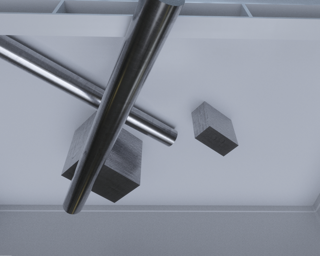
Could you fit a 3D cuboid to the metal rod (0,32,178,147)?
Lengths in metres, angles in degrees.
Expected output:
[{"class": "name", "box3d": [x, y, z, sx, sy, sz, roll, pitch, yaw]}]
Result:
[{"class": "metal rod", "box3d": [-0.105, -0.053, 0.362, 0.301, 0.025, 0.025, 29, 124, -23]}]

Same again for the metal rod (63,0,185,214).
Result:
[{"class": "metal rod", "box3d": [-0.053, 0.010, 0.285, 0.025, 0.025, 0.298, 17, 138, -15]}]

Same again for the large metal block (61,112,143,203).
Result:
[{"class": "large metal block", "box3d": [-0.071, 0.037, 0.404, 0.080, 0.080, 0.050, 36, 121, -27]}]

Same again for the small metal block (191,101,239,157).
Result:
[{"class": "small metal block", "box3d": [0.069, 0.001, 0.395, 0.050, 0.050, 0.025, 32, 123, -24]}]

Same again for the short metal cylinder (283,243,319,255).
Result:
[{"class": "short metal cylinder", "box3d": [0.294, 0.280, 0.619, 0.080, 0.080, 0.050, 35, 122, -26]}]
